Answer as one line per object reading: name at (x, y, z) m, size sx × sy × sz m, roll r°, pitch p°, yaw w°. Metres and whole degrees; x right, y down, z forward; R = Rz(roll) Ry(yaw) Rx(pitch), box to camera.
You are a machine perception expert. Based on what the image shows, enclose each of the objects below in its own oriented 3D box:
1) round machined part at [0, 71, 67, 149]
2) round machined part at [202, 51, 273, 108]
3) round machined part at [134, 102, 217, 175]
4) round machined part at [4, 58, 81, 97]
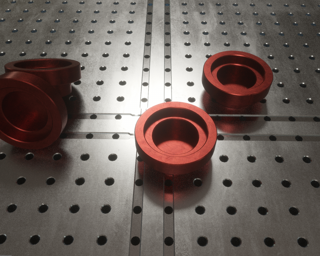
round machined part at (-0.163, -0.025, 0.382) m, size 0.099 × 0.097 × 0.042 m, roll 4°, pitch 33°, yaw 3°
round machined part at (0.110, -0.067, 0.454) m, size 0.099 × 0.042 × 0.098 m, roll 0°, pitch 50°, yaw 0°
round machined part at (0.019, 0.016, 0.383) m, size 0.099 × 0.042 × 0.098 m, roll 0°, pitch 50°, yaw 0°
round machined part at (-0.161, -0.069, 0.436) m, size 0.099 × 0.042 × 0.098 m, roll 1°, pitch 22°, yaw 0°
